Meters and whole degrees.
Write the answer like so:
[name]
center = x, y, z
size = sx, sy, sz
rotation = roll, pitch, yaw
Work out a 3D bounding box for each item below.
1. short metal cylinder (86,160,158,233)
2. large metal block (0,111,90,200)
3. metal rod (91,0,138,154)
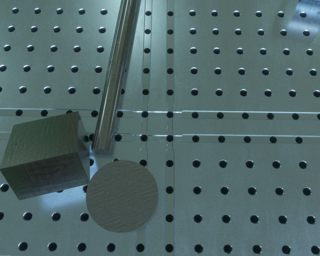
[short metal cylinder]
center = -0.042, 0.083, 0.368
size = 0.081, 0.050, 0.080
rotation = 0, 70, 0
[large metal block]
center = -0.130, 0.030, 0.367
size = 0.081, 0.050, 0.080
rotation = -13, 37, -5
[metal rod]
center = -0.059, -0.110, 0.451
size = 0.025, 0.025, 0.299
rotation = 6, 70, 2
